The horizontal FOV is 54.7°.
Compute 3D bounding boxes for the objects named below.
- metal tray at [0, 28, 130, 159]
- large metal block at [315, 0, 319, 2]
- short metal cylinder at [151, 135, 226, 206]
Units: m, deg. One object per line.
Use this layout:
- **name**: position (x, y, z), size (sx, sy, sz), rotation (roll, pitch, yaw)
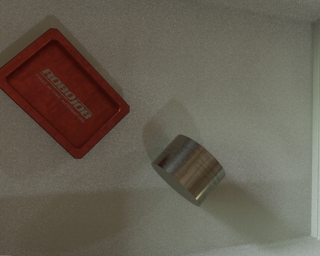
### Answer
- **metal tray**: position (-0.112, -0.038, 0.366), size (0.090, 0.030, 0.130), rotation (-46, 105, -14)
- **large metal block**: position (0.276, -0.258, 0.487), size (0.050, 0.080, 0.080), rotation (17, 84, -20)
- **short metal cylinder**: position (0.036, 0.054, 0.396), size (0.050, 0.080, 0.080), rotation (-47, 105, -14)
